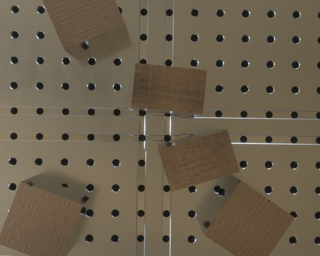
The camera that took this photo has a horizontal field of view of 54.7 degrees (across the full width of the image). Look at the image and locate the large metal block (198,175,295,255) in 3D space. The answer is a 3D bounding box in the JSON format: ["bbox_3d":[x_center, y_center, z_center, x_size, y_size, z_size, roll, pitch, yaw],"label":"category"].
[{"bbox_3d":[0.109,0.120,0.402,0.080,0.050,0.080,35,90,-1],"label":"large metal block"}]

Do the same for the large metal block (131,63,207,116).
[{"bbox_3d":[0.010,-0.044,0.386,0.081,0.080,0.050,5,90,-1],"label":"large metal block"}]

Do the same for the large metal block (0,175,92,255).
[{"bbox_3d":[-0.145,0.116,0.399,0.080,0.050,0.080,21,90,-1],"label":"large metal block"}]

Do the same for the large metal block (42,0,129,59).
[{"bbox_3d":[-0.095,-0.147,0.400,0.080,0.050,0.080,-23,90,-1],"label":"large metal block"}]

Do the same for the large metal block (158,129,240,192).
[{"bbox_3d":[0.044,0.036,0.387,0.080,0.080,0.050,-17,90,0],"label":"large metal block"}]
